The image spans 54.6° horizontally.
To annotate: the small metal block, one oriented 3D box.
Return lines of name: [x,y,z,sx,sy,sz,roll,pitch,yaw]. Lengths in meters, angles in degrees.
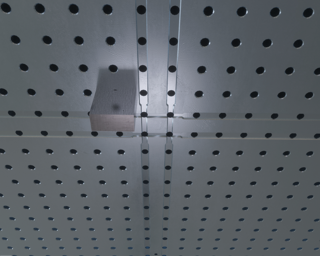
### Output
small metal block: [-0.055,-0.022,0.376,0.050,0.050,0.025,1,130,-1]
